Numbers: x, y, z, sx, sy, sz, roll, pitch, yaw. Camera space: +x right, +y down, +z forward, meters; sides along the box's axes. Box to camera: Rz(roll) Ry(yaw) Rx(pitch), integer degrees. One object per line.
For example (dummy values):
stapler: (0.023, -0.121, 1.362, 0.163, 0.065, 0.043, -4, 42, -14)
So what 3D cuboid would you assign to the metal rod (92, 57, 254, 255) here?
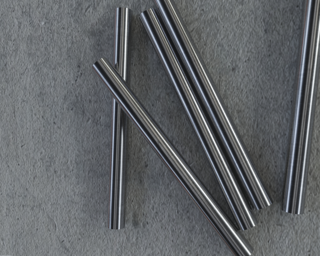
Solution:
metal rod: (0.012, 0.034, 0.389, 0.025, 0.025, 0.300, -39, 84, 16)

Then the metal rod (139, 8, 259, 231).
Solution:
metal rod: (0.045, -0.017, 0.392, 0.025, 0.025, 0.299, -27, 81, 18)

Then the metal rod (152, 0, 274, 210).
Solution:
metal rod: (0.061, -0.043, 0.387, 0.025, 0.025, 0.299, -27, 81, 18)

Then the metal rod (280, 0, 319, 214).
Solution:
metal rod: (0.165, -0.053, 0.350, 0.025, 0.025, 0.298, 6, 92, 20)

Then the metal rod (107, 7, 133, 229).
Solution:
metal rod: (-0.055, -0.012, 0.428, 0.025, 0.025, 0.298, 2, 91, 20)
